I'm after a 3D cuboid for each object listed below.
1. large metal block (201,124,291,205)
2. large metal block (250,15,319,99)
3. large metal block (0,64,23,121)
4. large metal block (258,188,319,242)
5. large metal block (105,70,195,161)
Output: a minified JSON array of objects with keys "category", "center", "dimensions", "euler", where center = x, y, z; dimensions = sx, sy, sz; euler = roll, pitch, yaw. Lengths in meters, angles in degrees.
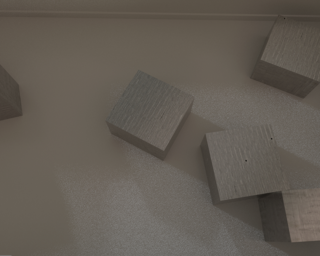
[{"category":"large metal block","center":[0.100,0.046,0.381],"dimensions":[0.081,0.050,0.080],"euler":[-8,70,-4]},{"category":"large metal block","center":[0.184,-0.100,0.435],"dimensions":[0.080,0.050,0.080],"euler":[23,72,8]},{"category":"large metal block","center":[-0.235,-0.043,0.393],"dimensions":[0.081,0.080,0.050],"euler":[-14,71,-6]},{"category":"large metal block","center":[0.166,0.098,0.347],"dimensions":[0.081,0.080,0.050],"euler":[-3,70,-2]},{"category":"large metal block","center":[-0.011,-0.016,0.402],"dimensions":[0.080,0.050,0.080],"euler":[27,72,9]}]
